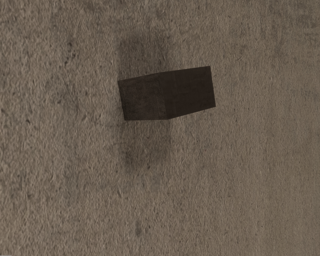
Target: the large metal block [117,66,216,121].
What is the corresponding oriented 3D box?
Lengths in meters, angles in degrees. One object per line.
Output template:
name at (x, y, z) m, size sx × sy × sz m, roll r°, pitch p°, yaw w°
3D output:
large metal block at (0.008, -0.042, 0.377) m, size 0.081 × 0.080 × 0.050 m, roll -16°, pitch 101°, yaw -39°
